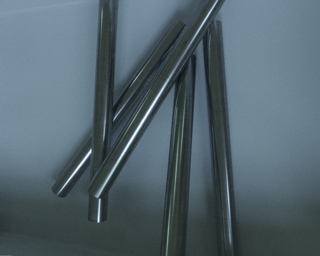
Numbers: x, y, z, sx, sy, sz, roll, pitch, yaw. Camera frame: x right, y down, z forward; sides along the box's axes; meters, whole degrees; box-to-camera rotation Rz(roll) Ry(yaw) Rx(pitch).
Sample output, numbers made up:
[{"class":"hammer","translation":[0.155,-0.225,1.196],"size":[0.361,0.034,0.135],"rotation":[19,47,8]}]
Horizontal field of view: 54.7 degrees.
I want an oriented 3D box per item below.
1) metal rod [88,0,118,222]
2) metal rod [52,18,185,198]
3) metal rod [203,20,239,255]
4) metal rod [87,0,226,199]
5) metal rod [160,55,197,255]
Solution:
[{"class":"metal rod","translation":[-0.075,-0.027,0.409],"size":[0.025,0.025,0.298],"rotation":[4,92,20]},{"class":"metal rod","translation":[-0.060,-0.020,0.431],"size":[0.025,0.025,0.299],"rotation":[42,103,15]},{"class":"metal rod","translation":[0.075,0.019,0.383],"size":[0.025,0.025,0.298],"rotation":[-4,89,20]},{"class":"metal rod","translation":[-0.002,-0.046,0.374],"size":[0.025,0.025,0.299],"rotation":[33,95,17]},{"class":"metal rod","translation":[0.021,0.047,0.340],"size":[0.025,0.025,0.299],"rotation":[-3,65,20]}]
